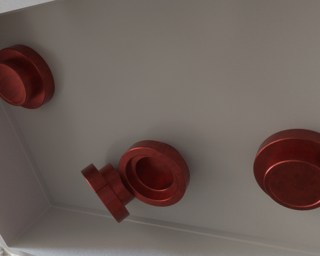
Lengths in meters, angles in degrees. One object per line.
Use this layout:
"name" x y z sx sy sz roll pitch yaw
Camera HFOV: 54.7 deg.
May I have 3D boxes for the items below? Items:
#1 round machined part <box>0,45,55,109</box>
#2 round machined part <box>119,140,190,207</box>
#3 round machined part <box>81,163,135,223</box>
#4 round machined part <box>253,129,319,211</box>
"round machined part" -0.212 -0.072 0.466 0.098 0.042 0.097 13 124 21
"round machined part" -0.005 0.059 0.434 0.098 0.042 0.097 11 121 18
"round machined part" -0.075 0.093 0.474 0.098 0.042 0.098 48 164 19
"round machined part" 0.155 0.053 0.349 0.098 0.042 0.097 13 124 21
